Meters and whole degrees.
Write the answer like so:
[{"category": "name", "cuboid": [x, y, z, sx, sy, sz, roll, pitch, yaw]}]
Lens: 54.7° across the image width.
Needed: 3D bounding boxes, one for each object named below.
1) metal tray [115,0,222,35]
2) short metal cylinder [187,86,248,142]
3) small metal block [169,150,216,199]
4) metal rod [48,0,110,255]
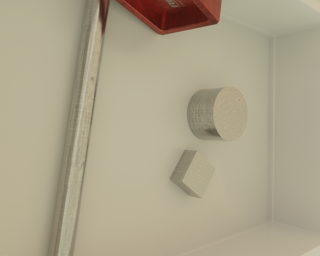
[{"category": "metal tray", "cuboid": [0.001, -0.154, 0.347, 0.131, 0.090, 0.030, 21, 74, -52]}, {"category": "short metal cylinder", "cuboid": [0.087, -0.020, 0.466, 0.081, 0.050, 0.079, 0, 90, -40]}, {"category": "small metal block", "cuboid": [0.048, 0.067, 0.450, 0.050, 0.025, 0.050, 44, 63, -31]}, {"category": "metal rod", "cuboid": [-0.086, -0.002, 0.335, 0.025, 0.025, 0.298, 12, 83, -40]}]
